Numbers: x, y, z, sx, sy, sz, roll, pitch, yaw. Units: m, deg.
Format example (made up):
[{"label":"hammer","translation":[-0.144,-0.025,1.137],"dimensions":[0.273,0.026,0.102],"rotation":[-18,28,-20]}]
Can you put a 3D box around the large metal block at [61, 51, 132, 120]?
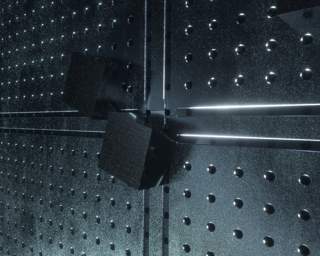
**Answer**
[{"label":"large metal block","translation":[-0.098,-0.064,0.471],"dimensions":[0.080,0.050,0.079],"rotation":[29,108,36]}]

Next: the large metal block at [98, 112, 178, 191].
[{"label":"large metal block","translation":[-0.032,0.028,0.417],"dimensions":[0.080,0.050,0.079],"rotation":[21,103,37]}]

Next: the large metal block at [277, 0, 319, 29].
[{"label":"large metal block","translation":[0.151,-0.140,0.268],"dimensions":[0.080,0.050,0.079],"rotation":[1,90,39]}]
